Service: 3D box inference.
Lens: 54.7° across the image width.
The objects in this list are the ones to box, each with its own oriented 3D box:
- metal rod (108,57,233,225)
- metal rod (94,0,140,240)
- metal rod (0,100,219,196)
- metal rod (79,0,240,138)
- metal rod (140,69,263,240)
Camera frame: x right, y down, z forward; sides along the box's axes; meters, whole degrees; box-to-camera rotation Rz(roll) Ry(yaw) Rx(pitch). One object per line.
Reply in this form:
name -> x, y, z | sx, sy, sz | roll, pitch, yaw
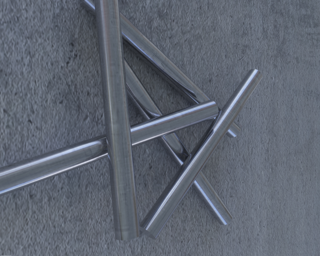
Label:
metal rod -> 0.025, 0.033, 0.425 | 0.025, 0.025, 0.299 | -50, 120, -28
metal rod -> -0.047, -0.040, 0.317 | 0.025, 0.025, 0.298 | -3, 86, -40
metal rod -> -0.052, 0.017, 0.339 | 0.302, 0.025, 0.025 | -19, 103, -32
metal rod -> 0.020, -0.070, 0.420 | 0.301, 0.025, 0.025 | 37, 68, -34
metal rod -> 0.069, 0.018, 0.428 | 0.301, 0.025, 0.025 | -51, 120, -28
